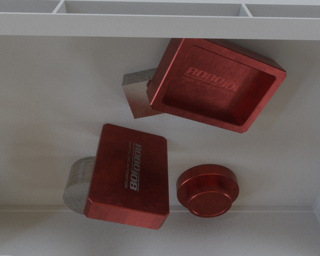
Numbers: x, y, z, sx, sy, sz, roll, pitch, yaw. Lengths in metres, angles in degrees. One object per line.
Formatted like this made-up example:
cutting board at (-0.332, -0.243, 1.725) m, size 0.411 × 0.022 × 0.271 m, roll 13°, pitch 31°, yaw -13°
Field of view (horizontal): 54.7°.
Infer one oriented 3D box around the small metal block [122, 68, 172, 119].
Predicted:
small metal block at (-0.013, -0.042, 0.373) m, size 0.050 × 0.025 × 0.050 m, roll -11°, pitch 130°, yaw 8°

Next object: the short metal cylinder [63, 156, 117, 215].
short metal cylinder at (-0.100, 0.089, 0.467) m, size 0.081 × 0.050 × 0.079 m, roll 0°, pitch 130°, yaw 0°

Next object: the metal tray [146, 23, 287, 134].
metal tray at (0.062, -0.049, 0.345) m, size 0.131 × 0.030 × 0.089 m, roll 14°, pitch 122°, yaw -23°

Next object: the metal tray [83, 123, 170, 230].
metal tray at (-0.037, 0.055, 0.387) m, size 0.091 × 0.130 × 0.030 m, roll 14°, pitch 129°, yaw -12°

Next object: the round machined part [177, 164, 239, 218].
round machined part at (0.076, 0.105, 0.489) m, size 0.099 × 0.042 × 0.097 m, roll -1°, pitch 130°, yaw 0°
